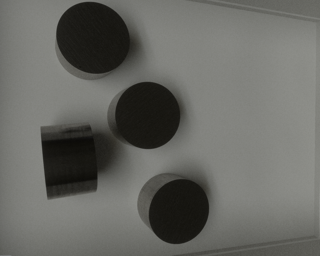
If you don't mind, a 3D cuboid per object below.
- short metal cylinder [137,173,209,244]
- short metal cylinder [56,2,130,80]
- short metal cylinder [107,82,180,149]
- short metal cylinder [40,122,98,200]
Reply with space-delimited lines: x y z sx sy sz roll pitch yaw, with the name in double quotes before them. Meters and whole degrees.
"short metal cylinder" 0.016 0.102 0.403 0.081 0.050 0.080 0 90 -20
"short metal cylinder" -0.081 -0.100 0.367 0.081 0.050 0.080 0 90 -20
"short metal cylinder" -0.022 -0.015 0.389 0.081 0.050 0.080 0 90 -20
"short metal cylinder" -0.102 0.035 0.344 0.050 0.080 0.079 -6 92 -20
